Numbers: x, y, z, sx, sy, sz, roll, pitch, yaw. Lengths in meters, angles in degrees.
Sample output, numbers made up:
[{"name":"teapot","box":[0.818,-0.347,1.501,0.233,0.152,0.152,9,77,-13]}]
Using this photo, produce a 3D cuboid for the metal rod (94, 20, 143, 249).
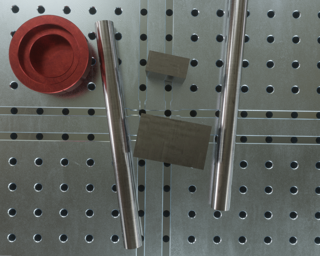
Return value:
[{"name":"metal rod","box":[-0.055,0.009,0.412,0.025,0.025,0.298,-8,90,0]}]

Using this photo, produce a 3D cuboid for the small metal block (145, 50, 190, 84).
[{"name":"small metal block","box":[0.009,-0.077,0.401,0.050,0.050,0.025,12,90,-1]}]

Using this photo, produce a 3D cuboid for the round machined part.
[{"name":"round machined part","box":[-0.138,-0.091,0.403,0.099,0.042,0.097,0,90,-1]}]

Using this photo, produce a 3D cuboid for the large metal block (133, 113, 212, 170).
[{"name":"large metal block","box":[0.014,0.015,0.386,0.080,0.080,0.050,11,90,-1]}]

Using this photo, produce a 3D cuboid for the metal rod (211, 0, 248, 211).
[{"name":"metal rod","box":[0.094,-0.041,0.414,0.025,0.025,0.298,5,90,-1]}]
